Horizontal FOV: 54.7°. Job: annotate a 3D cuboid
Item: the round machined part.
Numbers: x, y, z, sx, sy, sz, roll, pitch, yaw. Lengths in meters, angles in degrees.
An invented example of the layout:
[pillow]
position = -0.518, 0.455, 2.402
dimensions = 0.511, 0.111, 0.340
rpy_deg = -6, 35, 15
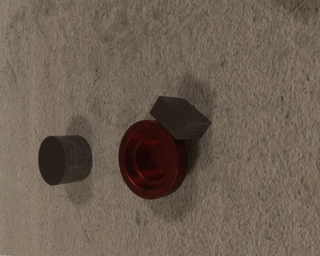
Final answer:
[round machined part]
position = -0.004, 0.038, 0.395
dimensions = 0.098, 0.042, 0.097
rpy_deg = 0, 90, 39

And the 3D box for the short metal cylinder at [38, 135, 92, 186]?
[short metal cylinder]
position = -0.159, 0.052, 0.516
dimensions = 0.080, 0.050, 0.079
rpy_deg = 0, 90, 39

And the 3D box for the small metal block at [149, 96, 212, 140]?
[small metal block]
position = 0.025, -0.012, 0.367
dimensions = 0.050, 0.050, 0.025
rpy_deg = 45, 117, 30
